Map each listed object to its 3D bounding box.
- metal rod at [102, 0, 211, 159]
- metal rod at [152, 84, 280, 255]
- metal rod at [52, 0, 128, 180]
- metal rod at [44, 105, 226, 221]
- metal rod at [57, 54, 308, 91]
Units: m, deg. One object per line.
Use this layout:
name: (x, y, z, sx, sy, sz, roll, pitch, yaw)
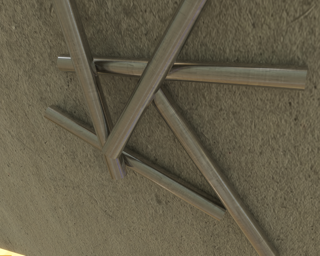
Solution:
metal rod: (0.006, -0.078, 0.326, 0.025, 0.025, 0.298, 35, 120, 5)
metal rod: (0.078, 0.072, 0.410, 0.025, 0.025, 0.299, -27, 104, 37)
metal rod: (-0.089, -0.064, 0.380, 0.025, 0.025, 0.298, 2, 119, 27)
metal rod: (-0.041, 0.047, 0.457, 0.301, 0.025, 0.025, 29, 128, 9)
metal rod: (0.006, -0.068, 0.361, 0.301, 0.025, 0.025, 8, 122, 23)
